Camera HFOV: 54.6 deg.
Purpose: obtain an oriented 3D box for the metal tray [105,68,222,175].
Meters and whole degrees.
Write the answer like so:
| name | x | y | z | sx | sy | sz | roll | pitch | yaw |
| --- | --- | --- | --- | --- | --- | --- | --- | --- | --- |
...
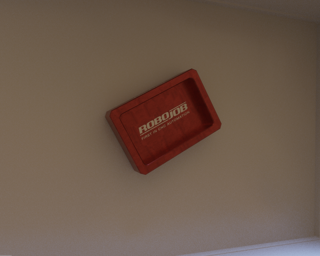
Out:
| name | x | y | z | sx | sy | sz | roll | pitch | yaw |
| --- | --- | --- | --- | --- | --- | --- | --- | --- | --- |
| metal tray | 0.007 | -0.010 | 0.407 | 0.131 | 0.030 | 0.090 | -30 | 100 | -18 |
